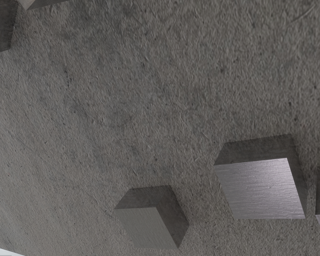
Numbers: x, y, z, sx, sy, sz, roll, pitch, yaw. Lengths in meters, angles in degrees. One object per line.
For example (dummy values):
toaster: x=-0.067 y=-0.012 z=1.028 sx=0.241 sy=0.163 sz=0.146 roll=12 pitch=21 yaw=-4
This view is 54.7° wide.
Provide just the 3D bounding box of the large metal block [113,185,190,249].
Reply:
large metal block: x=-0.012 y=0.139 z=0.483 sx=0.080 sy=0.050 sz=0.080 roll=-13 pitch=112 yaw=33

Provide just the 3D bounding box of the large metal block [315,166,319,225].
large metal block: x=0.202 y=0.091 z=0.321 sx=0.050 sy=0.080 sz=0.080 roll=-17 pitch=109 yaw=35

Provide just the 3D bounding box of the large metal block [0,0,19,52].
large metal block: x=-0.252 y=-0.157 z=0.426 sx=0.080 sy=0.050 sz=0.080 roll=38 pitch=129 yaw=2

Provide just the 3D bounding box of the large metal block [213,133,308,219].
large metal block: x=0.120 y=0.059 z=0.364 sx=0.080 sy=0.050 sz=0.080 roll=-11 pitch=113 yaw=33

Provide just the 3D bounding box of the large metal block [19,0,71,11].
large metal block: x=-0.105 y=-0.173 z=0.320 sx=0.080 sy=0.080 sz=0.050 roll=-24 pitch=105 yaw=36
